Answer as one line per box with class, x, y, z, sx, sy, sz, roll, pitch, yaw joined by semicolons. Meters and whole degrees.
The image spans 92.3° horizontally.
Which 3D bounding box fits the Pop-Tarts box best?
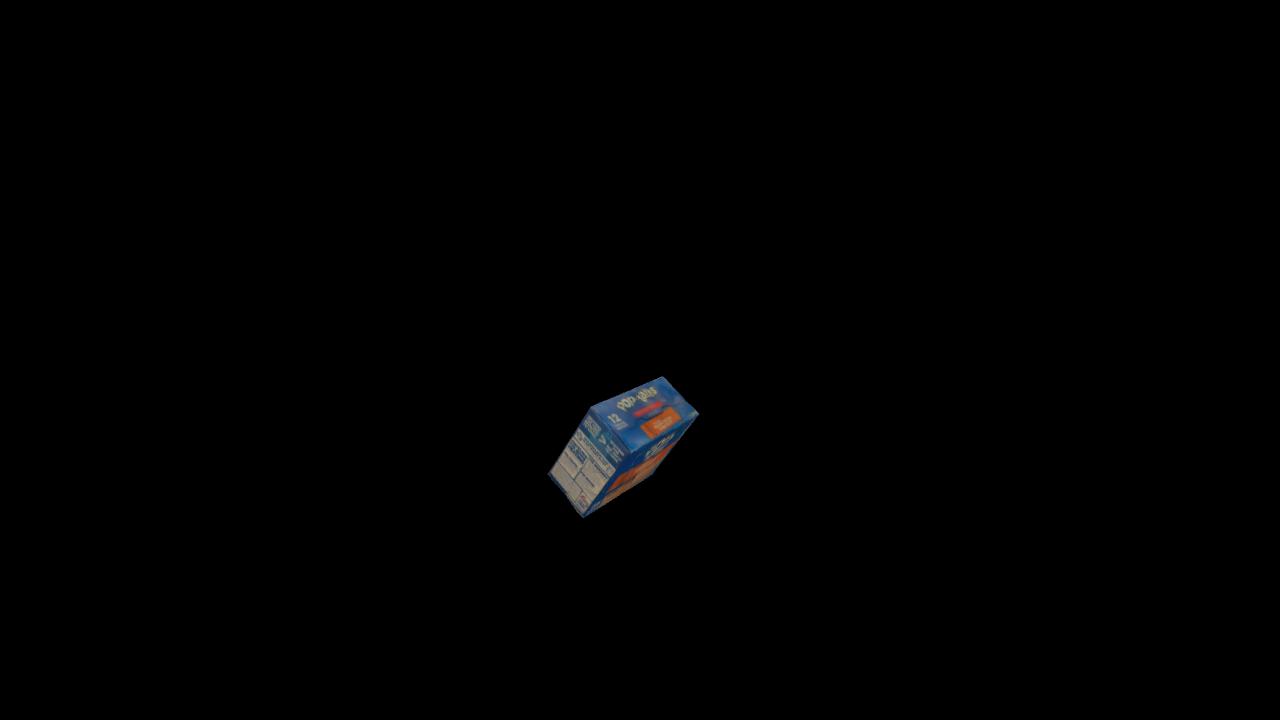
Pop-Tarts box;-0.020;0.115;0.844;0.083;0.141;0.167;45;33;18
